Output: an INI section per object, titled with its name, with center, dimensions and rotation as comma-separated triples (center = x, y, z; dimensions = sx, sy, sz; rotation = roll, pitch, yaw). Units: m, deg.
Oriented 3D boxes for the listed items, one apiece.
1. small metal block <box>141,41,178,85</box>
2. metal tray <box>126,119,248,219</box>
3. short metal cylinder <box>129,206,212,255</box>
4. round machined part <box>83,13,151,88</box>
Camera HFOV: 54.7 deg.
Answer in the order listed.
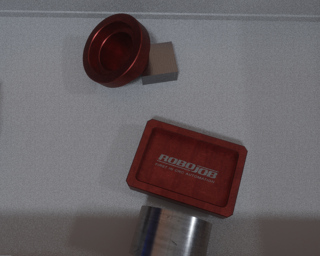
[small metal block]
center = -0.004, -0.093, 0.443
dimensions = 0.050, 0.025, 0.050
rotation = -9, 70, -4
[metal tray]
center = 0.034, 0.050, 0.388
dimensions = 0.131, 0.030, 0.090
rotation = 17, 71, 5
[short metal cylinder]
center = 0.012, 0.120, 0.337
dimensions = 0.080, 0.080, 0.050
rotation = 14, 71, 4
[round machined part]
center = -0.054, -0.101, 0.422
dimensions = 0.098, 0.042, 0.098
rotation = -8, 73, 29
